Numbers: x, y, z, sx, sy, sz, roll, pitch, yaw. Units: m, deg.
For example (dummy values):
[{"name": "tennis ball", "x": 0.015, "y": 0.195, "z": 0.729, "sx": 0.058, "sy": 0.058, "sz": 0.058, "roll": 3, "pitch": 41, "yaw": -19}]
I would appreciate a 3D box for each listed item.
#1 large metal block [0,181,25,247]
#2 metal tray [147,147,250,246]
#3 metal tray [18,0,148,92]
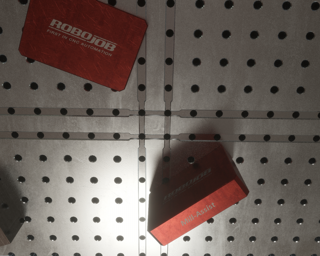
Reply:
[{"name": "large metal block", "x": -0.259, "y": 0.129, "z": 0.444, "sx": 0.080, "sy": 0.050, "sz": 0.080, "roll": -18, "pitch": 109, "yaw": 6}, {"name": "metal tray", "x": 0.045, "y": 0.087, "z": 0.411, "sx": 0.130, "sy": 0.090, "sz": 0.030, "roll": -35, "pitch": 107, "yaw": 11}, {"name": "metal tray", "x": -0.089, "y": -0.109, "z": 0.369, "sx": 0.131, "sy": 0.030, "sz": 0.089, "roll": 20, "pitch": 109, "yaw": -8}]
